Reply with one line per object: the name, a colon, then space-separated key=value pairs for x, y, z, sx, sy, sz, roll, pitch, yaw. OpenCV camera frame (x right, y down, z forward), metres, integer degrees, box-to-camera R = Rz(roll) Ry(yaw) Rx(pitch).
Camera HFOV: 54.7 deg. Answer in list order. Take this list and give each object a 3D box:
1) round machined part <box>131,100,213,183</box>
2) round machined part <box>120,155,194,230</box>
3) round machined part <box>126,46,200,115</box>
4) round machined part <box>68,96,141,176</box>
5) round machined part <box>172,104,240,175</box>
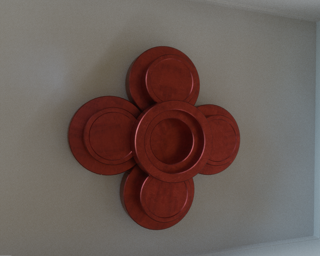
round machined part: x=0.011 y=0.016 z=0.381 sx=0.099 sy=0.042 sz=0.097 roll=0 pitch=90 yaw=-20
round machined part: x=0.001 y=0.083 z=0.400 sx=0.099 sy=0.042 sz=0.097 roll=1 pitch=88 yaw=-21
round machined part: x=0.008 y=-0.058 z=0.401 sx=0.099 sy=0.042 sz=0.097 roll=0 pitch=90 yaw=-20
round machined part: x=-0.060 y=0.009 z=0.377 sx=0.099 sy=0.042 sz=0.097 roll=0 pitch=90 yaw=-20
round machined part: x=0.069 y=0.016 z=0.424 sx=0.099 sy=0.042 sz=0.097 roll=0 pitch=90 yaw=-20
